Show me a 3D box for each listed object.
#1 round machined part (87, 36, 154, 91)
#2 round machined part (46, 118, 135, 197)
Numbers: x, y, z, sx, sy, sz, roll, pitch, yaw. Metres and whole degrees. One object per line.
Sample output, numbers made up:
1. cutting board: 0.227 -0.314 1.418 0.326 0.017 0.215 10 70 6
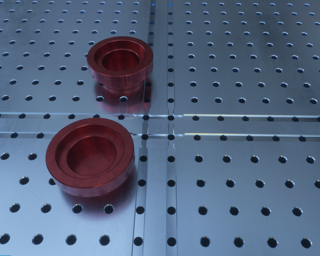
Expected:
1. round machined part: -0.059 -0.095 0.477 0.099 0.042 0.098 0 50 0
2. round machined part: -0.078 0.037 0.365 0.099 0.042 0.098 0 50 0
